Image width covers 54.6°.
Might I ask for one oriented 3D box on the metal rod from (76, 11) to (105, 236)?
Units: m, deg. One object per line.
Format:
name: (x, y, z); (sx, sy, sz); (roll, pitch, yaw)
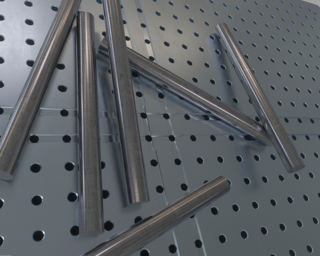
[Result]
metal rod: (-0.088, -0.027, 0.376); (0.025, 0.025, 0.299); (6, 59, -25)

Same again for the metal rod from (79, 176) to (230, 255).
metal rod: (-0.033, 0.117, 0.318); (0.302, 0.025, 0.025); (-21, 73, -36)

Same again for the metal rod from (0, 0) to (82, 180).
metal rod: (-0.140, -0.079, 0.380); (0.025, 0.025, 0.300); (19, 54, -18)

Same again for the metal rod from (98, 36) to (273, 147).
metal rod: (0.049, -0.051, 0.464); (0.301, 0.025, 0.025); (28, 52, -10)

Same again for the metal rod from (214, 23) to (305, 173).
metal rod: (0.152, -0.066, 0.506); (0.025, 0.025, 0.299); (2, 54, -27)

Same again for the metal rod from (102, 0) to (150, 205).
metal rod: (-0.048, -0.056, 0.393); (0.025, 0.025, 0.299); (1, 68, -28)
